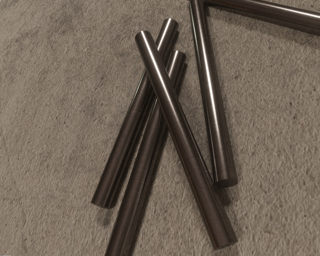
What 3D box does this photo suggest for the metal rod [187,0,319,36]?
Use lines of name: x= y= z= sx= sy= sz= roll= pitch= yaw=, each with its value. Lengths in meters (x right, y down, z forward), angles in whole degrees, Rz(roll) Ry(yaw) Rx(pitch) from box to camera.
metal rod: x=0.148 y=-0.159 z=0.422 sx=0.300 sy=0.025 sz=0.025 roll=34 pitch=81 yaw=38

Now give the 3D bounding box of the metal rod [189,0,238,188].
metal rod: x=0.064 y=-0.067 z=0.410 sx=0.025 sy=0.025 sz=0.299 roll=-16 pitch=55 yaw=19

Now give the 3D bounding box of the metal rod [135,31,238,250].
metal rod: x=0.020 y=-0.008 z=0.374 sx=0.025 sy=0.025 sz=0.299 roll=-26 pitch=60 yaw=11

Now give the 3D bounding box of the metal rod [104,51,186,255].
metal rod: x=-0.013 y=0.027 z=0.393 sx=0.025 sy=0.025 sz=0.300 roll=3 pitch=63 yaw=29

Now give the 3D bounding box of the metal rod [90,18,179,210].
metal rod: x=-0.028 y=-0.035 z=0.438 sx=0.025 sy=0.025 sz=0.300 roll=6 pitch=64 yaw=30
